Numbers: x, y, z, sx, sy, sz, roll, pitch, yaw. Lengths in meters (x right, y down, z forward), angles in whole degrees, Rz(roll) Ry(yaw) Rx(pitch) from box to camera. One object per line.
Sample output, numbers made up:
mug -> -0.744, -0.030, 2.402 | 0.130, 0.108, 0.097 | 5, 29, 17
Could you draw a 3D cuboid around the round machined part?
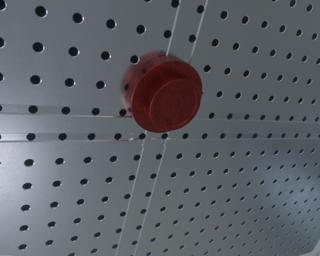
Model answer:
round machined part -> 0.011, -0.036, 0.383 | 0.099, 0.042, 0.097 | -14, 124, -21
